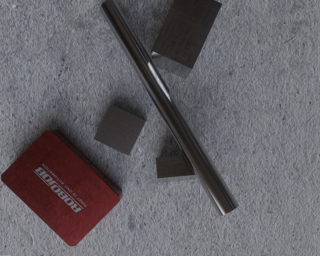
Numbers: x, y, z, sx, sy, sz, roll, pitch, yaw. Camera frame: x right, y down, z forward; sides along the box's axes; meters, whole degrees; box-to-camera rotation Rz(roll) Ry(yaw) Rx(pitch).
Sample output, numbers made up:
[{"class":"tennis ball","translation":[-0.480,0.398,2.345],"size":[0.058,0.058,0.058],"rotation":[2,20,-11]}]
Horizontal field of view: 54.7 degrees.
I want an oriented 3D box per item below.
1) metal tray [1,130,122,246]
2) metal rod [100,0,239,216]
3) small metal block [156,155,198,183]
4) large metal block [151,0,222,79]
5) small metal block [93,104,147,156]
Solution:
[{"class":"metal tray","translation":[-0.126,0.076,0.406],"size":[0.130,0.030,0.090],"rotation":[44,90,-1]},{"class":"metal rod","translation":[0.005,-0.034,0.378],"size":[0.025,0.025,0.299],"rotation":[-30,78,0]},{"class":"small metal block","translation":[0.022,0.053,0.395],"size":[0.050,0.050,0.025],"rotation":[-5,74,0]},{"class":"large metal block","translation":[0.029,-0.112,0.383],"size":[0.050,0.080,0.080],"rotation":[24,90,-1]},{"class":"small metal block","translation":[-0.052,0.003,0.409],"size":[0.050,0.025,0.050],"rotation":[26,90,-1]}]
